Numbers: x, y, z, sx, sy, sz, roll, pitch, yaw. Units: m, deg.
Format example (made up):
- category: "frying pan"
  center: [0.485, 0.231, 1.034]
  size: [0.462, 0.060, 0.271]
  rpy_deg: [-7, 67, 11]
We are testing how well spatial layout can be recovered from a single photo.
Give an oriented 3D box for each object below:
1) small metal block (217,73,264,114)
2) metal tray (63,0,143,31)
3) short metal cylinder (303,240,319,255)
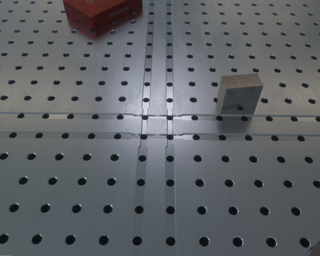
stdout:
- category: "small metal block"
  center: [0.110, -0.047, 0.432]
  size: [0.050, 0.050, 0.025]
  rpy_deg: [-6, 51, -5]
- category: "metal tray"
  center: [-0.110, -0.246, 0.610]
  size: [0.090, 0.030, 0.131]
  rpy_deg: [37, 59, 26]
- category: "short metal cylinder"
  center: [0.164, 0.142, 0.273]
  size: [0.081, 0.050, 0.080]
  rpy_deg: [0, 50, 0]
